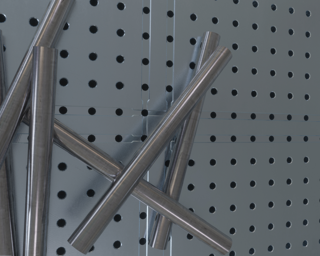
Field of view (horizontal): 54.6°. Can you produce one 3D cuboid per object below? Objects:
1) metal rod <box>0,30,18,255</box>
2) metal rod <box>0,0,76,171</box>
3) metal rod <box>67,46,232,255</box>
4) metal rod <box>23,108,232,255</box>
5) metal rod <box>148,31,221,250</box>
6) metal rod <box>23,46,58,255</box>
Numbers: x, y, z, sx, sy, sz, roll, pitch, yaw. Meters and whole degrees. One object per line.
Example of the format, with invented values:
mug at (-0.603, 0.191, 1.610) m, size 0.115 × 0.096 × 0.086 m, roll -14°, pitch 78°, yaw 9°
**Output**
metal rod at (-0.180, 0.041, 0.346) m, size 0.025 × 0.025 × 0.298 m, roll -4°, pitch 91°, yaw -20°
metal rod at (-0.154, -0.029, 0.334) m, size 0.025 × 0.025 × 0.299 m, roll 23°, pitch 75°, yaw -19°
metal rod at (-0.001, 0.012, 0.372) m, size 0.025 × 0.025 × 0.300 m, roll 42°, pitch 72°, yaw -15°
metal rod at (-0.034, 0.068, 0.380) m, size 0.301 × 0.025 × 0.025 m, roll 36°, pitch 78°, yaw -9°
metal rod at (0.035, 0.013, 0.425) m, size 0.025 × 0.025 × 0.299 m, roll 17°, pitch 84°, yaw -19°
metal rod at (-0.134, 0.064, 0.342) m, size 0.025 × 0.025 × 0.298 m, roll 3°, pitch 97°, yaw -20°
